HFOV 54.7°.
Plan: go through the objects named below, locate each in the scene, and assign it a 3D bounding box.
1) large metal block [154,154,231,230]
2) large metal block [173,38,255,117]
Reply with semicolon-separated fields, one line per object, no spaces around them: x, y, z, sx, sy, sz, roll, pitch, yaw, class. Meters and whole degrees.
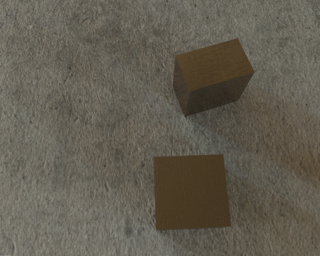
0.034;0.078;0.367;0.081;0.050;0.080;-2;70;-1;large metal block
0.064;-0.062;0.403;0.081;0.080;0.050;-17;71;-7;large metal block
